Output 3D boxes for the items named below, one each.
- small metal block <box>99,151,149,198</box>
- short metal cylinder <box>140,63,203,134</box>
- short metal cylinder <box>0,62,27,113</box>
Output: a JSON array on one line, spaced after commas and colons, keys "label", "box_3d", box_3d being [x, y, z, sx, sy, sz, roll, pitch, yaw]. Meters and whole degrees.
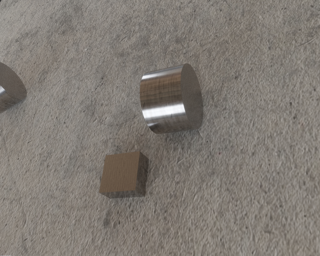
[{"label": "small metal block", "box_3d": [-0.044, 0.060, 0.389, 0.050, 0.025, 0.050, -9, 58, 23]}, {"label": "short metal cylinder", "box_3d": [0.017, -0.035, 0.380, 0.050, 0.080, 0.080, -8, 58, 24]}, {"label": "short metal cylinder", "box_3d": [-0.293, -0.074, 0.564, 0.050, 0.080, 0.080, -31, 52, 8]}]
